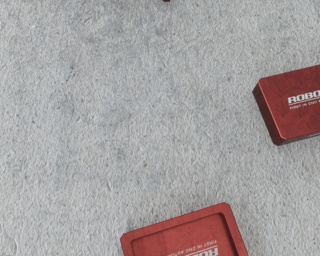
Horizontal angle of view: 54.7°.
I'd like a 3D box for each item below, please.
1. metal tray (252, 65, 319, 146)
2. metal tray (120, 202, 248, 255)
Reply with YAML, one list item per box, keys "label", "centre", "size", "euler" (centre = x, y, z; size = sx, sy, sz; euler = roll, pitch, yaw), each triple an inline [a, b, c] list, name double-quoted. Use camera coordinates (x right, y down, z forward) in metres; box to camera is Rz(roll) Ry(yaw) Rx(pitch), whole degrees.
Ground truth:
- label: "metal tray"
  centre: [0.204, -0.035, 0.420]
  size: [0.131, 0.030, 0.090]
  euler: [-14, 71, -5]
- label: "metal tray"
  centre: [0.030, 0.147, 0.351]
  size: [0.131, 0.030, 0.090]
  euler: [-16, 71, -6]
